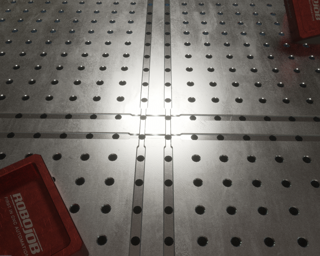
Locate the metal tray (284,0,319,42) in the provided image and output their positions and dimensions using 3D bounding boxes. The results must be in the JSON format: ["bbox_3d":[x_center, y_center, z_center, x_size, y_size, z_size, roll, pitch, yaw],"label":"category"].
[{"bbox_3d":[0.266,-0.225,0.536,0.091,0.030,0.129,-14,94,0],"label":"metal tray"}]

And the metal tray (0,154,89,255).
[{"bbox_3d":[-0.143,0.097,0.320,0.091,0.030,0.130,-26,55,-21],"label":"metal tray"}]

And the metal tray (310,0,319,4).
[{"bbox_3d":[0.288,-0.276,0.558,0.030,0.129,0.090,27,32,-1],"label":"metal tray"}]
